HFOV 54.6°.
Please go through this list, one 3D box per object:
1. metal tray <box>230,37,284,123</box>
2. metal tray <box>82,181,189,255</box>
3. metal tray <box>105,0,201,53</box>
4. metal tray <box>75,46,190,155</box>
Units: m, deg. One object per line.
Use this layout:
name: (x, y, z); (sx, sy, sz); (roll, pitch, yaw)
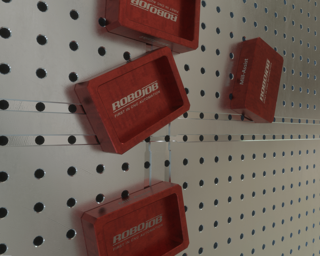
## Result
metal tray: (0.175, -0.082, 0.550); (0.090, 0.030, 0.130); (22, 76, -38)
metal tray: (-0.024, 0.129, 0.384); (0.131, 0.030, 0.090); (-14, 99, -39)
metal tray: (-0.004, -0.156, 0.401); (0.131, 0.030, 0.090); (5, 87, -40)
metal tray: (-0.027, -0.037, 0.382); (0.131, 0.030, 0.090); (-34, 111, -35)
